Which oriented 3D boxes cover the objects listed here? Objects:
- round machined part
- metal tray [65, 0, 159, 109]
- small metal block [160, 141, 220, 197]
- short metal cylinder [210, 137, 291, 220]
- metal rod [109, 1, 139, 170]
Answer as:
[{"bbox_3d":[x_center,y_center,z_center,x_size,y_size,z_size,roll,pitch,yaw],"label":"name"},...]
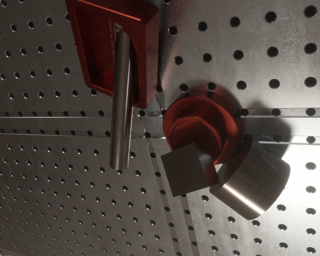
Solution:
[{"bbox_3d":[0.048,0.007,0.378,0.098,0.042,0.097,13,124,20],"label":"round machined part"},{"bbox_3d":[-0.049,-0.086,0.351,0.090,0.030,0.129,22,146,14],"label":"metal tray"},{"bbox_3d":[0.034,0.047,0.354,0.050,0.025,0.050,-27,75,37],"label":"small metal block"},{"bbox_3d":[0.102,0.057,0.357,0.050,0.080,0.080,37,129,2],"label":"short metal cylinder"},{"bbox_3d":[-0.037,-0.086,0.347,0.025,0.025,0.298,16,116,19],"label":"metal rod"}]
